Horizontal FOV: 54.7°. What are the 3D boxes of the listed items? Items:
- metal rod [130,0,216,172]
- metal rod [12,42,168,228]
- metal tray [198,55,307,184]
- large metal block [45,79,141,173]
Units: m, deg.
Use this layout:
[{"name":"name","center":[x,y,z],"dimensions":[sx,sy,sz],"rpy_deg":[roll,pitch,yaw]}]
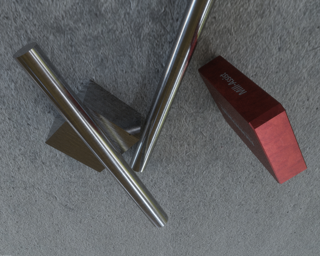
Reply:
[{"name":"metal rod","center":[0.012,-0.054,0.361],"dimensions":[0.025,0.025,0.298],"rpy_deg":[13,129,-11]},{"name":"metal rod","center":[-0.061,0.033,0.368],"dimensions":[0.025,0.025,0.299],"rpy_deg":[-19,128,15]},{"name":"metal tray","center":[0.092,-0.014,0.326],"dimensions":[0.030,0.130,0.090],"rpy_deg":[-33,125,5]},{"name":"large metal block","center":[-0.081,0.000,0.390],"dimensions":[0.080,0.050,0.080],"rpy_deg":[35,122,-27]}]
